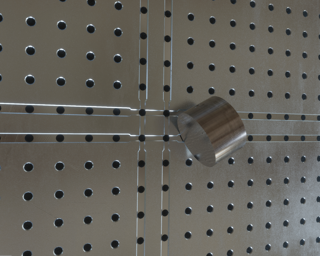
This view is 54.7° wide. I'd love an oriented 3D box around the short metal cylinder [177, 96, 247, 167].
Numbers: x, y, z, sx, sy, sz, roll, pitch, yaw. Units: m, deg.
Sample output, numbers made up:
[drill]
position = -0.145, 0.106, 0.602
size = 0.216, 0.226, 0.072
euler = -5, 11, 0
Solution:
[short metal cylinder]
position = 0.067, 0.005, 0.409
size = 0.050, 0.080, 0.080
euler = -29, 100, -18
